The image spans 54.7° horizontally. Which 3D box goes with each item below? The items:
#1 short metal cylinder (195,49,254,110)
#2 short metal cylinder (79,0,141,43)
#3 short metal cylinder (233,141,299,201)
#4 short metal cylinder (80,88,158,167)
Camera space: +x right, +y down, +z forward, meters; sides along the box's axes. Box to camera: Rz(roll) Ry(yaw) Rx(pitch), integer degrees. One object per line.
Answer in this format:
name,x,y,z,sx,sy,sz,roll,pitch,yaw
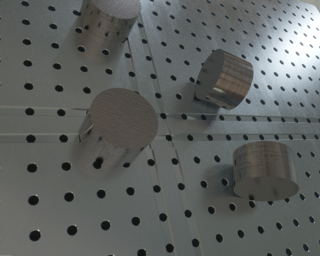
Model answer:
short metal cylinder,0.096,-0.073,0.471,0.050,0.080,0.080,20,54,-17
short metal cylinder,-0.074,-0.173,0.459,0.081,0.050,0.080,14,56,-21
short metal cylinder,0.139,0.060,0.414,0.081,0.080,0.050,19,54,-18
short metal cylinder,-0.049,-0.001,0.367,0.081,0.050,0.080,14,56,-21
